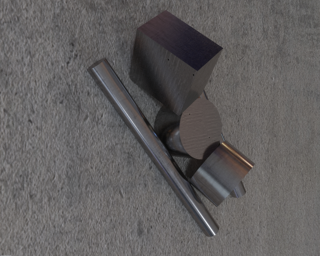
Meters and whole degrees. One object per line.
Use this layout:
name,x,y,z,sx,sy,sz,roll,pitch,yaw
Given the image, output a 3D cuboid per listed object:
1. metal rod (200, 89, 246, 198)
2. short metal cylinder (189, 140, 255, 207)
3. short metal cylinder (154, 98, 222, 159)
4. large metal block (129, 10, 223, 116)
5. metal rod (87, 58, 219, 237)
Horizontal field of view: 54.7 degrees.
metal rod,0.069,-0.018,0.463,0.025,0.025,0.299,-40,114,-33
short metal cylinder,0.087,0.064,0.435,0.050,0.080,0.080,41,55,15
short metal cylinder,0.039,0.001,0.422,0.081,0.050,0.080,0,90,-40
large metal block,0.015,-0.074,0.362,0.080,0.080,0.050,38,58,13
metal rod,0.004,0.042,0.408,0.025,0.025,0.299,-48,119,-29
